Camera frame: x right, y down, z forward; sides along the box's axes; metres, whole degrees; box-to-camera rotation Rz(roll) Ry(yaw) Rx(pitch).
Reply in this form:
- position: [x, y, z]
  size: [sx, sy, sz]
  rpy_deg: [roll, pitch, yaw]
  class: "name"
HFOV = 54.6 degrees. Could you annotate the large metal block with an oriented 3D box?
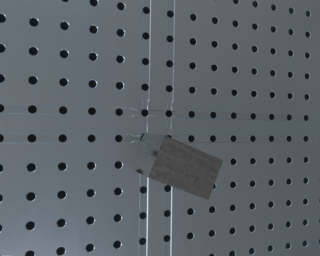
- position: [0.017, 0.046, 0.390]
  size: [0.080, 0.080, 0.050]
  rpy_deg: [24, 82, -19]
  class: "large metal block"
